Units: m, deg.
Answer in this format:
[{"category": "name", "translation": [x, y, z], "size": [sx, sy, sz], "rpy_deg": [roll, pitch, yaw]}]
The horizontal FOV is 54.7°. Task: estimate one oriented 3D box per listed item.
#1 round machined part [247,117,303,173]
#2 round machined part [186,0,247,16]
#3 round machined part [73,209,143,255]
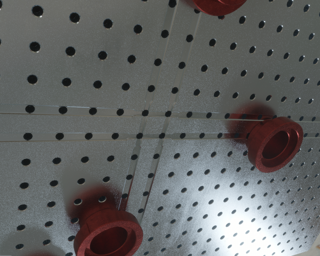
[{"category": "round machined part", "translation": [0.187, 0.024, 0.520], "size": [0.099, 0.042, 0.097], "rpy_deg": [-14, 125, -21]}, {"category": "round machined part", "translation": [0.072, -0.171, 0.335], "size": [0.099, 0.042, 0.097], "rpy_deg": [-14, 124, -21]}, {"category": "round machined part", "translation": [-0.078, 0.159, 0.457], "size": [0.099, 0.042, 0.097], "rpy_deg": [-14, 125, -21]}]
